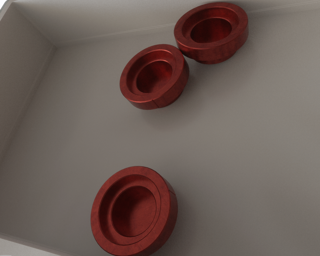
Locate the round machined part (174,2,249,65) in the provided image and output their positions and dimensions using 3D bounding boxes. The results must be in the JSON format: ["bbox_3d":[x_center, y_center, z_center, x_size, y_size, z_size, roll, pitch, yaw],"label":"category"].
[{"bbox_3d":[0.072,-0.126,0.427,0.098,0.042,0.098,-9,52,12],"label":"round machined part"}]

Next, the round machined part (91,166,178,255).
[{"bbox_3d":[-0.025,0.096,0.349,0.098,0.042,0.098,-13,56,21],"label":"round machined part"}]

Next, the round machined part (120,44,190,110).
[{"bbox_3d":[-0.004,-0.067,0.438,0.098,0.042,0.098,-13,56,22],"label":"round machined part"}]
